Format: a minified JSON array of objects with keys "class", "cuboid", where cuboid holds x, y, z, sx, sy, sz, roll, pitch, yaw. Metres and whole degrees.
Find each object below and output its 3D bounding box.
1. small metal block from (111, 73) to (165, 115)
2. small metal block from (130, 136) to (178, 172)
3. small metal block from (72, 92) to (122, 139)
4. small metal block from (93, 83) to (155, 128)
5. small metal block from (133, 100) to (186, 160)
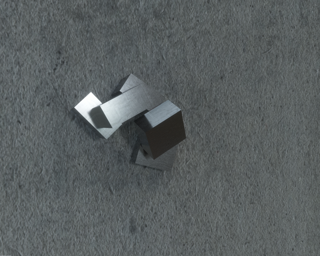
[{"class":"small metal block","cuboid":[-0.029,-0.040,0.387,0.050,0.050,0.025,34,79,-17]},{"class":"small metal block","cuboid":[-0.006,0.027,0.409,0.050,0.025,0.050,17,84,-20]},{"class":"small metal block","cuboid":[-0.077,-0.014,0.369,0.025,0.050,0.050,-47,105,-14]},{"class":"small metal block","cuboid":[-0.040,-0.023,0.330,0.050,0.050,0.025,-31,101,-18]},{"class":"small metal block","cuboid":[0.001,0.002,0.372,0.050,0.025,0.050,-33,138,-17]}]
